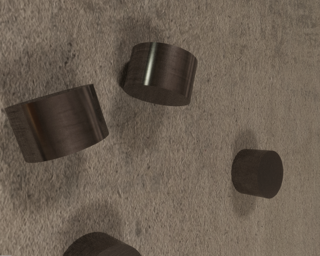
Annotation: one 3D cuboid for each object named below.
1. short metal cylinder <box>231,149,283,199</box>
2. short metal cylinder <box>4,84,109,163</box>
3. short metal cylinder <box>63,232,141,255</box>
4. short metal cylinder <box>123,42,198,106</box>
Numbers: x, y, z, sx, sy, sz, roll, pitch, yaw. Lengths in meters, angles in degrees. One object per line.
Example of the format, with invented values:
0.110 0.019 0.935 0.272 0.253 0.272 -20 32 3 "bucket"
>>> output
0.168 0.077 0.533 0.081 0.050 0.079 0 90 -40 "short metal cylinder"
-0.094 -0.007 0.291 0.081 0.080 0.050 -25 106 -37 "short metal cylinder"
-0.063 0.161 0.337 0.081 0.050 0.079 0 90 -40 "short metal cylinder"
0.001 -0.062 0.371 0.080 0.080 0.050 19 78 -39 "short metal cylinder"
